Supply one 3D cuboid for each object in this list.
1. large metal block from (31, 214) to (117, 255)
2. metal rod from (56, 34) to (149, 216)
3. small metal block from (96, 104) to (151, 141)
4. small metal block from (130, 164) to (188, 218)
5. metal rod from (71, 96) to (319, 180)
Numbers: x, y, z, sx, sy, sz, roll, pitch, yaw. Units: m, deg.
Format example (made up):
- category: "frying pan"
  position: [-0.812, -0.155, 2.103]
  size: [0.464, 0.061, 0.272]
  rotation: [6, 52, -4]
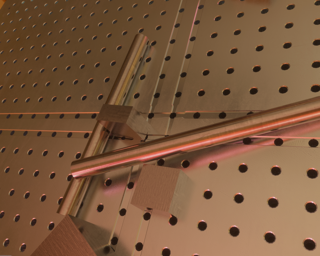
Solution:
- category: "large metal block"
  position: [-0.097, 0.159, 0.346]
  size: [0.080, 0.050, 0.080]
  rotation: [-49, 51, -6]
- category: "metal rod"
  position: [-0.076, -0.017, 0.458]
  size: [0.025, 0.025, 0.300]
  rotation: [6, 64, 31]
- category: "small metal block"
  position: [-0.049, -0.008, 0.423]
  size: [0.050, 0.050, 0.025]
  rotation: [7, 65, 31]
- category: "small metal block"
  position: [0.000, 0.073, 0.364]
  size: [0.050, 0.025, 0.050]
  rotation: [4, 64, 30]
- category: "metal rod"
  position: [0.032, 0.016, 0.366]
  size: [0.301, 0.025, 0.025]
  rotation: [-15, 55, 14]
